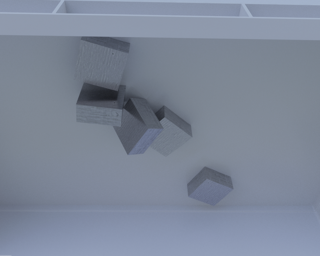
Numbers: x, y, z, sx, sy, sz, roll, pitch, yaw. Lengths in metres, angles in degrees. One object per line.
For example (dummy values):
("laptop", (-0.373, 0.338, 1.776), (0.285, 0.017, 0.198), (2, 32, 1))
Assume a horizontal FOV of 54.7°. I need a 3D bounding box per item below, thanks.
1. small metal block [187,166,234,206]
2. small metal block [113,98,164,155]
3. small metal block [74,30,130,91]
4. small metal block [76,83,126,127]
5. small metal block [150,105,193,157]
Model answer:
("small metal block", (0.079, 0.093, 0.490), (0.050, 0.025, 0.050), (24, 126, -19))
("small metal block", (-0.029, -0.002, 0.387), (0.025, 0.050, 0.050), (-1, 140, -44))
("small metal block", (-0.065, -0.074, 0.345), (0.050, 0.025, 0.050), (14, 129, -12))
("small metal block", (-0.068, -0.030, 0.366), (0.050, 0.050, 0.025), (6, 129, -6))
("small metal block", (0.007, 0.005, 0.414), (0.050, 0.025, 0.050), (35, 121, -27))
